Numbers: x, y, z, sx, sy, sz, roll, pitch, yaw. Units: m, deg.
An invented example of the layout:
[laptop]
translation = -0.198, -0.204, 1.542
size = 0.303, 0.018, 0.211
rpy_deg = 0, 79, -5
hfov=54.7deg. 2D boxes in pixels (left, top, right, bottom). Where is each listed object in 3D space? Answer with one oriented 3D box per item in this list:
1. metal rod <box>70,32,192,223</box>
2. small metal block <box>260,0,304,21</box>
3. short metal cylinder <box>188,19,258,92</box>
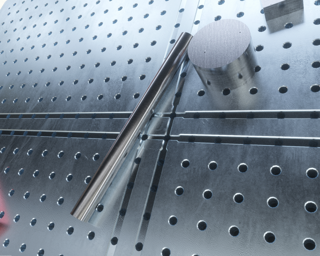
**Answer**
[metal rod]
translation = -0.030, -0.011, 0.431
size = 0.025, 0.025, 0.300
rpy_deg = 19, 72, 35
[small metal block]
translation = 0.167, -0.184, 0.433
size = 0.050, 0.025, 0.050
rpy_deg = -14, 56, 20
[short metal cylinder]
translation = 0.083, -0.095, 0.407
size = 0.080, 0.050, 0.080
rpy_deg = -13, 56, 21
